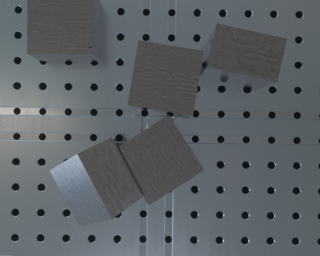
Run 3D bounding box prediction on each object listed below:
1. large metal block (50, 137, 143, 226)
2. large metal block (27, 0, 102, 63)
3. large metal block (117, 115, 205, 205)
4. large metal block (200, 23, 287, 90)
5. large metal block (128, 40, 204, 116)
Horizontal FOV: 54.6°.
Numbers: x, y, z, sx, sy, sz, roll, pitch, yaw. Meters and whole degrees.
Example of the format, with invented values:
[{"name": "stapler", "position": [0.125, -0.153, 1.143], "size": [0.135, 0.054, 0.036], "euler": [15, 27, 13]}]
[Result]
[{"name": "large metal block", "position": [-0.080, 0.068, 0.379], "size": [0.050, 0.080, 0.080], "euler": [-28, 90, -45]}, {"name": "large metal block", "position": [-0.120, -0.130, 0.400], "size": [0.080, 0.050, 0.080], "euler": [0, 90, 0]}, {"name": "large metal block", "position": [-0.001, 0.039, 0.401], "size": [0.080, 0.050, 0.080], "euler": [-33, 90, 0]}, {"name": "large metal block", "position": [0.098, -0.084, 0.386], "size": [0.080, 0.080, 0.050], "euler": [13, 90, 0]}, {"name": "large metal block", "position": [0.007, -0.061, 0.401], "size": [0.080, 0.050, 0.080], "euler": [9, 90, 0]}]
